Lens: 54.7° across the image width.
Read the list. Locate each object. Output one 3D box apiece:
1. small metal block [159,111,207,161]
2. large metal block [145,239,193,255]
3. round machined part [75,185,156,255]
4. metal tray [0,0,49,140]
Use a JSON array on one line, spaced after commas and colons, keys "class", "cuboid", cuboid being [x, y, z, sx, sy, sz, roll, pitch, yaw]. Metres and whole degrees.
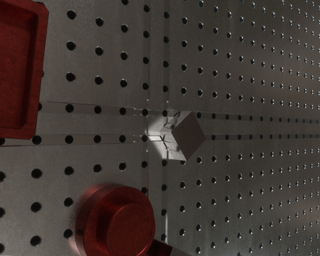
[{"class": "small metal block", "cuboid": [0.033, 0.011, 0.439, 0.050, 0.025, 0.050, -44, 117, -31]}, {"class": "large metal block", "cuboid": [0.010, 0.199, 0.404, 0.080, 0.050, 0.080, 37, 67, -34]}, {"class": "round machined part", "cuboid": [-0.044, 0.118, 0.363, 0.099, 0.042, 0.097, 0, 90, -40]}, {"class": "metal tray", "cuboid": [-0.155, -0.057, 0.276, 0.091, 0.030, 0.129, 8, 85, -40]}]
